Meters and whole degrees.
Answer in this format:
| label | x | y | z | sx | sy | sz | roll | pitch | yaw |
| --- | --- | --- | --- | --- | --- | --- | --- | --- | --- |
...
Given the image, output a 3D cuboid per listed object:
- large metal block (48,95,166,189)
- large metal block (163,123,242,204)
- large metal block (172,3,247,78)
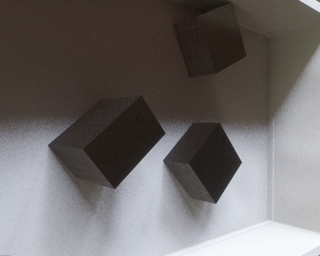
| label | x | y | z | sx | sy | sz | roll | pitch | yaw |
| --- | --- | --- | --- | --- | --- | --- | --- | --- | --- |
| large metal block | -0.056 | 0.012 | 0.325 | 0.080 | 0.080 | 0.050 | -47 | 119 | -30 |
| large metal block | 0.064 | 0.048 | 0.446 | 0.080 | 0.050 | 0.080 | -49 | 119 | -29 |
| large metal block | 0.075 | -0.128 | 0.455 | 0.081 | 0.050 | 0.080 | -32 | 111 | -35 |
